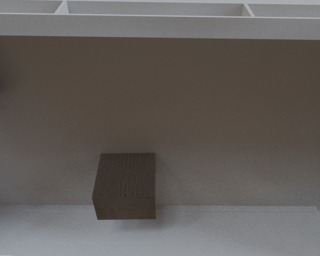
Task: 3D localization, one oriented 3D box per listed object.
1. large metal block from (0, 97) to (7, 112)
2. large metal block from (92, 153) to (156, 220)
[{"bbox_3d":[-0.232,-0.035,0.332,0.050,0.080,0.080,21,144,40],"label":"large metal block"},{"bbox_3d":[-0.046,0.082,0.442,0.080,0.080,0.050,-1,130,0],"label":"large metal block"}]
